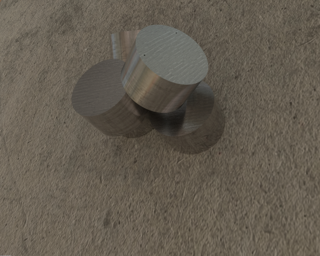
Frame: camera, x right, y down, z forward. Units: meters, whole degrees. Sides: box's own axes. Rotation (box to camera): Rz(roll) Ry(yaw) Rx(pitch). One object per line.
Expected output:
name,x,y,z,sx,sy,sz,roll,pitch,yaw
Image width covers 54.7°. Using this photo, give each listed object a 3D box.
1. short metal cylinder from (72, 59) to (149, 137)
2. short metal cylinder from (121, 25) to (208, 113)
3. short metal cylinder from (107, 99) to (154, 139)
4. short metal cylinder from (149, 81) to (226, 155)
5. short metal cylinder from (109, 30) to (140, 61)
short metal cylinder,-0.058,-0.036,0.375,0.080,0.050,0.080,-13,56,20
short metal cylinder,0.004,-0.063,0.332,0.050,0.081,0.080,127,147,-50
short metal cylinder,-0.041,-0.032,0.429,0.080,0.050,0.080,-13,56,20
short metal cylinder,0.034,-0.014,0.378,0.080,0.050,0.080,-13,56,20
short metal cylinder,-0.029,-0.108,0.442,0.080,0.080,0.050,0,101,28
